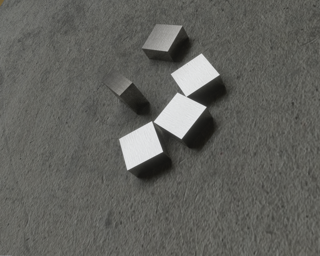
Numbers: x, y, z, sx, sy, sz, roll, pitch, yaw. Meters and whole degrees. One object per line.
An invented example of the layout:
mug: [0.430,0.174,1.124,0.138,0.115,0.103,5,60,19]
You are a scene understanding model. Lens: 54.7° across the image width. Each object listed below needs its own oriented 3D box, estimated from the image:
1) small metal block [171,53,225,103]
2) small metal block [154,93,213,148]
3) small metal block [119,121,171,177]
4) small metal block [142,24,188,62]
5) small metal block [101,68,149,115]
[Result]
small metal block: [0.050,-0.065,0.417,0.050,0.025,0.050,-33,51,6]
small metal block: [0.029,-0.011,0.395,0.050,0.025,0.050,32,79,38]
small metal block: [-0.020,0.027,0.398,0.050,0.025,0.050,-28,52,10]
small metal block: [0.008,-0.133,0.481,0.050,0.025,0.050,17,70,34]
small metal block: [-0.050,-0.052,0.446,0.025,0.050,0.050,-47,51,-4]
